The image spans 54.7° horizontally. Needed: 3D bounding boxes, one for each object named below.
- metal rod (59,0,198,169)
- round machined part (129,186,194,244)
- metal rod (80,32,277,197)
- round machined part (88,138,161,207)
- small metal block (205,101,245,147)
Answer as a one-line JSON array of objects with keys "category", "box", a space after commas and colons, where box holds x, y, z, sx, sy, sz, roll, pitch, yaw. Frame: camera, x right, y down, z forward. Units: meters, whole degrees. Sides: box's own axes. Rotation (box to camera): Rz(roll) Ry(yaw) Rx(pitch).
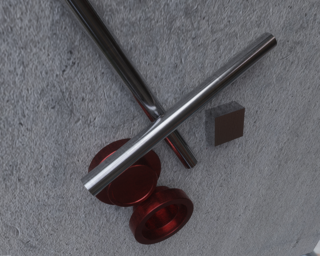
[{"category": "metal rod", "box": [-0.023, -0.043, 0.367, 0.025, 0.025, 0.300, -38, 129, -3]}, {"category": "round machined part", "box": [-0.002, 0.126, 0.468, 0.099, 0.042, 0.097, -19, 134, -21]}, {"category": "metal rod", "box": [0.033, -0.025, 0.381, 0.301, 0.025, 0.025, -39, 130, -13]}, {"category": "round machined part", "box": [-0.042, 0.066, 0.414, 0.099, 0.042, 0.097, -14, 124, -21]}, {"category": "small metal block", "box": [0.095, -0.007, 0.455, 0.050, 0.025, 0.050, -18, 126, -18]}]
